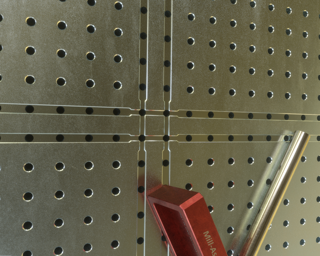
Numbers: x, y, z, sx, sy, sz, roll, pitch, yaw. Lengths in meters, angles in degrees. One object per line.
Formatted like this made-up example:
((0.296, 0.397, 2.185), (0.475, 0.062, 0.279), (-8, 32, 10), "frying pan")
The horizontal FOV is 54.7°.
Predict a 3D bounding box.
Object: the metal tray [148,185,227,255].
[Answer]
((0.039, 0.140, 0.392), (0.030, 0.090, 0.129), (-27, 99, -27), "metal tray")

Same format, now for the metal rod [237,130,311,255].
((0.158, 0.139, 0.473), (0.025, 0.025, 0.300), (33, 79, -18), "metal rod")
